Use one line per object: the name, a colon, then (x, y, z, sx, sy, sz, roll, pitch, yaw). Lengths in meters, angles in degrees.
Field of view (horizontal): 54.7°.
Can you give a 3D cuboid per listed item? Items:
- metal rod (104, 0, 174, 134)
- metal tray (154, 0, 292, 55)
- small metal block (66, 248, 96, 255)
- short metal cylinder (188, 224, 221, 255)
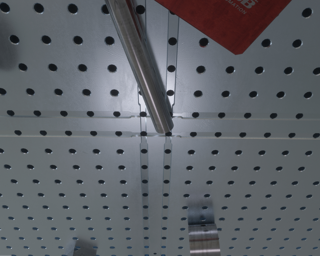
metal rod: (-0.035, -0.110, 0.317, 0.025, 0.025, 0.299, -13, 129, 10)
metal tray: (0.054, -0.139, 0.291, 0.131, 0.030, 0.090, 27, 125, -21)
small metal block: (-0.171, 0.281, 0.650, 0.050, 0.025, 0.050, 29, 124, -23)
short metal cylinder: (0.079, 0.216, 0.560, 0.050, 0.080, 0.080, -5, 130, 4)
